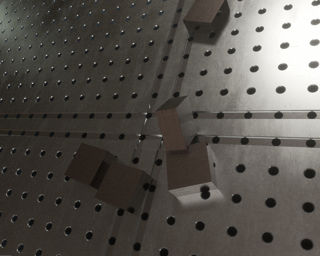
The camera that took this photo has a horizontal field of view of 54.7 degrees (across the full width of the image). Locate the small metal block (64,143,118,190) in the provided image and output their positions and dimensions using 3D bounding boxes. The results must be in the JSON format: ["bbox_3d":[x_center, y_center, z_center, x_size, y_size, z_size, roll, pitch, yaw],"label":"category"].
[{"bbox_3d":[-0.094,0.053,0.424,0.050,0.025,0.050,13,68,33],"label":"small metal block"}]

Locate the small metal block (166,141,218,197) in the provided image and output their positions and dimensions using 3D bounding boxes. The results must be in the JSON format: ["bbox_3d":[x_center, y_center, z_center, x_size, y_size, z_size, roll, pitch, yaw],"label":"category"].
[{"bbox_3d":[0.036,0.048,0.359,0.050,0.025,0.050,-15,55,19],"label":"small metal block"}]

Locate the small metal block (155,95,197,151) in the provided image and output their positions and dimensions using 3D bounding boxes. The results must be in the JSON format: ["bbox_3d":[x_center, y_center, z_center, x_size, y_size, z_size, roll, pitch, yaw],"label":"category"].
[{"bbox_3d":[0.021,-0.006,0.371,0.025,0.050,0.050,-8,19,24],"label":"small metal block"}]

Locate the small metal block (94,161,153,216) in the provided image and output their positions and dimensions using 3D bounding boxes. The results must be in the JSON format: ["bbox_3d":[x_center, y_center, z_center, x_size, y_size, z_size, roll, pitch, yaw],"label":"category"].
[{"bbox_3d":[-0.045,0.074,0.385,0.050,0.025,0.050,12,68,32],"label":"small metal block"}]

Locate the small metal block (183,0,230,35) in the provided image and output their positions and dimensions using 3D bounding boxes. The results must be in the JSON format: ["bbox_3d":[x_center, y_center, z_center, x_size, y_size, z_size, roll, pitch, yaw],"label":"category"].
[{"bbox_3d":[0.072,-0.173,0.476,0.050,0.025,0.050,19,72,35],"label":"small metal block"}]
